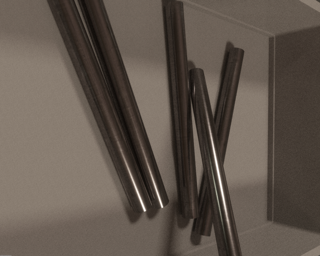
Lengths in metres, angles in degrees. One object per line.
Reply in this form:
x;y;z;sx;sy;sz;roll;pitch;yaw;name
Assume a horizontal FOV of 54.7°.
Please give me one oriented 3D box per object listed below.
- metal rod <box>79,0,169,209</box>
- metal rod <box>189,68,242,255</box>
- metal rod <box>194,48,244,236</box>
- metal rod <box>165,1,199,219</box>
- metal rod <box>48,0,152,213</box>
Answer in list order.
-0.044;-0.038;0.371;0.025;0.025;0.298;-29;108;-37;metal rod
0.067;0.052;0.387;0.025;0.025;0.299;18;54;-39;metal rod
0.095;0.015;0.489;0.025;0.025;0.299;21;77;-38;metal rod
0.032;-0.022;0.435;0.025;0.025;0.298;-8;96;-40;metal rod
-0.069;-0.036;0.349;0.025;0.025;0.298;-31;110;-36;metal rod
